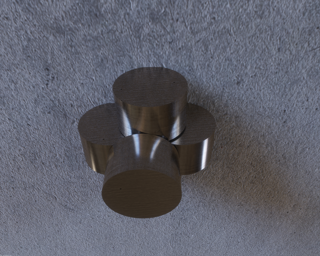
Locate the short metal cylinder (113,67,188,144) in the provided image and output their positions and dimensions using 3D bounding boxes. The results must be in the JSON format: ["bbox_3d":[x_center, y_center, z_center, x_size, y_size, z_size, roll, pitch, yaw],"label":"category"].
[{"bbox_3d":[-0.010,-0.027,0.349,0.081,0.080,0.050,-1,130,0],"label":"short metal cylinder"}]

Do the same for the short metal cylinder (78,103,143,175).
[{"bbox_3d":[-0.056,0.012,0.382,0.081,0.080,0.050,-1,130,0],"label":"short metal cylinder"}]

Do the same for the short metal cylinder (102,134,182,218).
[{"bbox_3d":[-0.018,0.052,0.331,0.081,0.050,0.079,0,130,0],"label":"short metal cylinder"}]

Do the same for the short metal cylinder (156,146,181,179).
[{"bbox_3d":[-0.011,0.050,0.415,0.081,0.080,0.050,0,130,-1],"label":"short metal cylinder"}]

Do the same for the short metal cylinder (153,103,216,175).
[{"bbox_3d":[0.026,0.012,0.383,0.081,0.080,0.050,0,130,0],"label":"short metal cylinder"}]
